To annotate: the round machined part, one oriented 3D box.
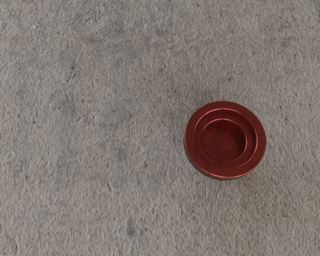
[{"bbox_3d":[0.079,0.019,0.393,0.099,0.042,0.098,0,70,0],"label":"round machined part"}]
